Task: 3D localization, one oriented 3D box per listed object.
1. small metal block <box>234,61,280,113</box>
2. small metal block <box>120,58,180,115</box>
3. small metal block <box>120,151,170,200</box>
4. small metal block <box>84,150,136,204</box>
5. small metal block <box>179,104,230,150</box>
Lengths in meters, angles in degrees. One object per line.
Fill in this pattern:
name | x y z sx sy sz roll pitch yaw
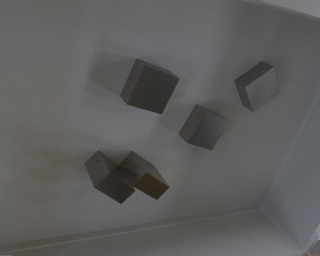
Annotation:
small metal block | 0.141 -0.059 0.449 0.050 0.025 0.050 -36 129 -5
small metal block | -0.012 -0.049 0.371 0.050 0.025 0.050 15 111 -34
small metal block | -0.021 0.064 0.421 0.025 0.050 0.050 -47 129 4
small metal block | -0.064 0.063 0.396 0.025 0.050 0.050 -44 129 2
small metal block | 0.063 0.000 0.443 0.050 0.025 0.050 18 109 -35
